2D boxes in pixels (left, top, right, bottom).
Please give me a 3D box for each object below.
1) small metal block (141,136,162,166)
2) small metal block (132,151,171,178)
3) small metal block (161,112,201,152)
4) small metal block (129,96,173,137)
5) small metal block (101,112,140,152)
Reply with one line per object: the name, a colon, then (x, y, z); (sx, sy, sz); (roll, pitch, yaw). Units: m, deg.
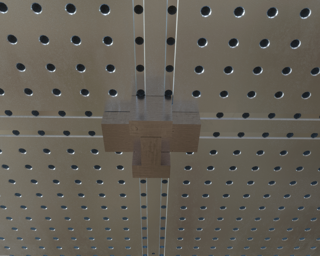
small metal block: (-0.011, 0.014, 0.406); (0.025, 0.050, 0.050); (1, 130, -1)
small metal block: (-0.012, 0.042, 0.431); (0.050, 0.050, 0.025); (1, 130, -1)
small metal block: (0.026, 0.006, 0.417); (0.050, 0.025, 0.050); (1, 130, -1)
small metal block: (-0.011, -0.015, 0.382); (0.050, 0.050, 0.025); (1, 130, -1)
small metal block: (-0.049, 0.006, 0.415); (0.050, 0.025, 0.050); (0, 130, -1)
